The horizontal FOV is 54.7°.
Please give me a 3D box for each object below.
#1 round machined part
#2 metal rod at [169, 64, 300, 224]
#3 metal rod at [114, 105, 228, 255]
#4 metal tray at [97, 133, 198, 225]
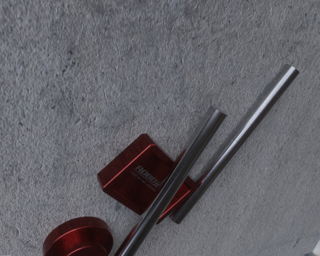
[{"bbox_3d":[-0.114,0.179,0.444,0.099,0.042,0.097,-14,124,-21],"label":"round machined part"},{"bbox_3d":[0.110,0.031,0.486,0.025,0.025,0.299,28,103,-38],"label":"metal rod"},{"bbox_3d":[0.000,0.101,0.429,0.025,0.025,0.299,21,107,-36],"label":"metal rod"},{"bbox_3d":[-0.013,0.078,0.444,0.090,0.030,0.130,-43,130,1],"label":"metal tray"}]
